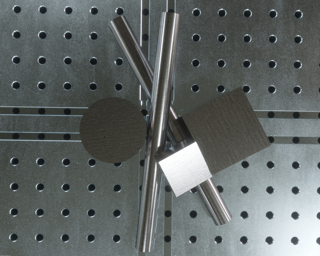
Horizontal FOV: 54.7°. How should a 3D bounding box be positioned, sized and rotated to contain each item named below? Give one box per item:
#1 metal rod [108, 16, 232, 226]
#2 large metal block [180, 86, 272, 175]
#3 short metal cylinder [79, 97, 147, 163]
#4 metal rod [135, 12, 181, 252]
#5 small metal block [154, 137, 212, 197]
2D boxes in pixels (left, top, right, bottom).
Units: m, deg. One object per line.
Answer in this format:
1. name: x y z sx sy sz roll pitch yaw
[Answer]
1. metal rod: 0.014 -0.009 0.410 0.025 0.025 0.299 -28 91 0
2. large metal block: 0.080 0.003 0.397 0.080 0.050 0.080 -27 90 0
3. short metal cylinder: -0.057 0.002 0.397 0.081 0.050 0.079 0 90 -1
4. metal rod: -0.004 0.011 0.390 0.025 0.025 0.298 6 98 0
5. small metal block: 0.028 0.047 0.378 0.050 0.025 0.050 -28 105 -8
